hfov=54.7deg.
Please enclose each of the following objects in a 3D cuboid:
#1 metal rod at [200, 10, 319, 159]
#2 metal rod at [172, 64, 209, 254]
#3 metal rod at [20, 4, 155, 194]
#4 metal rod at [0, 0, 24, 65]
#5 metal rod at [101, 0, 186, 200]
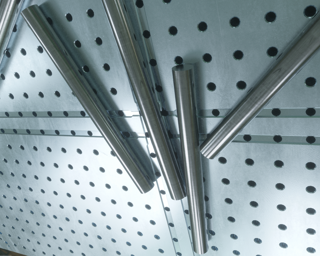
[{"bbox_3d":[0.129,-0.065,0.302,0.025,0.025,0.298,37,129,3],"label":"metal rod"},{"bbox_3d":[0.045,0.061,0.423,0.025,0.025,0.298,6,121,25],"label":"metal rod"},{"bbox_3d":[-0.095,-0.031,0.440,0.025,0.025,0.299,-21,108,35],"label":"metal rod"},{"bbox_3d":[-0.232,-0.132,0.449,0.025,0.025,0.299,44,129,-3],"label":"metal rod"},{"bbox_3d":[-0.016,-0.032,0.398,0.025,0.025,0.298,-5,117,30],"label":"metal rod"}]
